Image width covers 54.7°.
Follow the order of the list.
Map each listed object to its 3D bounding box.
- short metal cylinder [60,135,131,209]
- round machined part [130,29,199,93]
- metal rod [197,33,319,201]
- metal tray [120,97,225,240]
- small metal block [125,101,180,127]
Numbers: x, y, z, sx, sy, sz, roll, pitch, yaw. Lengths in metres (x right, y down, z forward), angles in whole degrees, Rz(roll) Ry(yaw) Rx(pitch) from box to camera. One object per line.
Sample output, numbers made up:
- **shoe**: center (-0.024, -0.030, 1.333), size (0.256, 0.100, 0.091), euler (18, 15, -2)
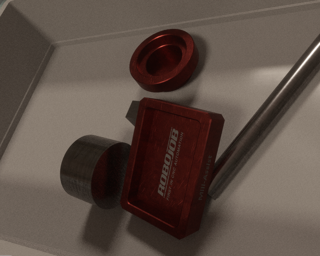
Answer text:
- **short metal cylinder**: center (-0.071, 0.052, 0.375), size (0.050, 0.080, 0.080), euler (11, 67, 32)
- **round machined part**: center (0.009, -0.091, 0.444), size (0.098, 0.042, 0.098), euler (-13, 56, 20)
- **metal rod**: center (0.146, -0.043, 0.354), size (0.025, 0.025, 0.300), euler (35, 81, 38)
- **metal tray**: center (0.010, 0.039, 0.333), size (0.090, 0.030, 0.129), euler (17, 99, 35)
- **small metal block**: center (-0.008, -0.010, 0.398), size (0.050, 0.050, 0.025), euler (7, 65, 31)
